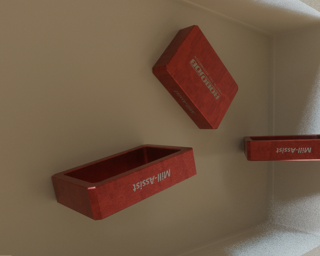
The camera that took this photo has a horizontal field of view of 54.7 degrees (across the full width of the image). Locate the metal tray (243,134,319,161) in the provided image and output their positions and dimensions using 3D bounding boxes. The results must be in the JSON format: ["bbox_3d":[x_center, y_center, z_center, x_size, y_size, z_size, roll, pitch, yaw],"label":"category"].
[{"bbox_3d":[0.203,0.030,0.494,0.090,0.131,0.030,-15,103,-78],"label":"metal tray"}]

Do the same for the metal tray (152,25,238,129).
[{"bbox_3d":[0.057,-0.071,0.453,0.130,0.030,0.090,47,62,-30],"label":"metal tray"}]

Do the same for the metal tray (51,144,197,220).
[{"bbox_3d":[-0.036,0.050,0.335,0.131,0.090,0.030,-17,101,-39],"label":"metal tray"}]
